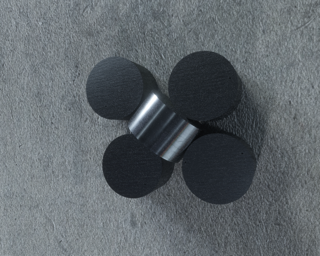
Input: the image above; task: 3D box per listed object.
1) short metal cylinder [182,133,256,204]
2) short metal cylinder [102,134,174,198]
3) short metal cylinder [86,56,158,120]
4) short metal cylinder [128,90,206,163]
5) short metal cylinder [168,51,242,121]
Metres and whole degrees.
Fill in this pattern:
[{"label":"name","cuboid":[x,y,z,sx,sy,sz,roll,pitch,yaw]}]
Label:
[{"label":"short metal cylinder","cuboid":[0.072,0.046,0.370,0.080,0.050,0.079,0,90,19]},{"label":"short metal cylinder","cuboid":[-0.027,0.047,0.404,0.080,0.050,0.079,0,90,19]},{"label":"short metal cylinder","cuboid":[-0.050,-0.050,0.412,0.080,0.050,0.079,0,90,19]},{"label":"short metal cylinder","cuboid":[0.008,-0.003,0.378,0.080,0.080,0.050,41,103,15]},{"label":"short metal cylinder","cuboid":[0.056,-0.048,0.375,0.080,0.050,0.079,0,90,19]}]
